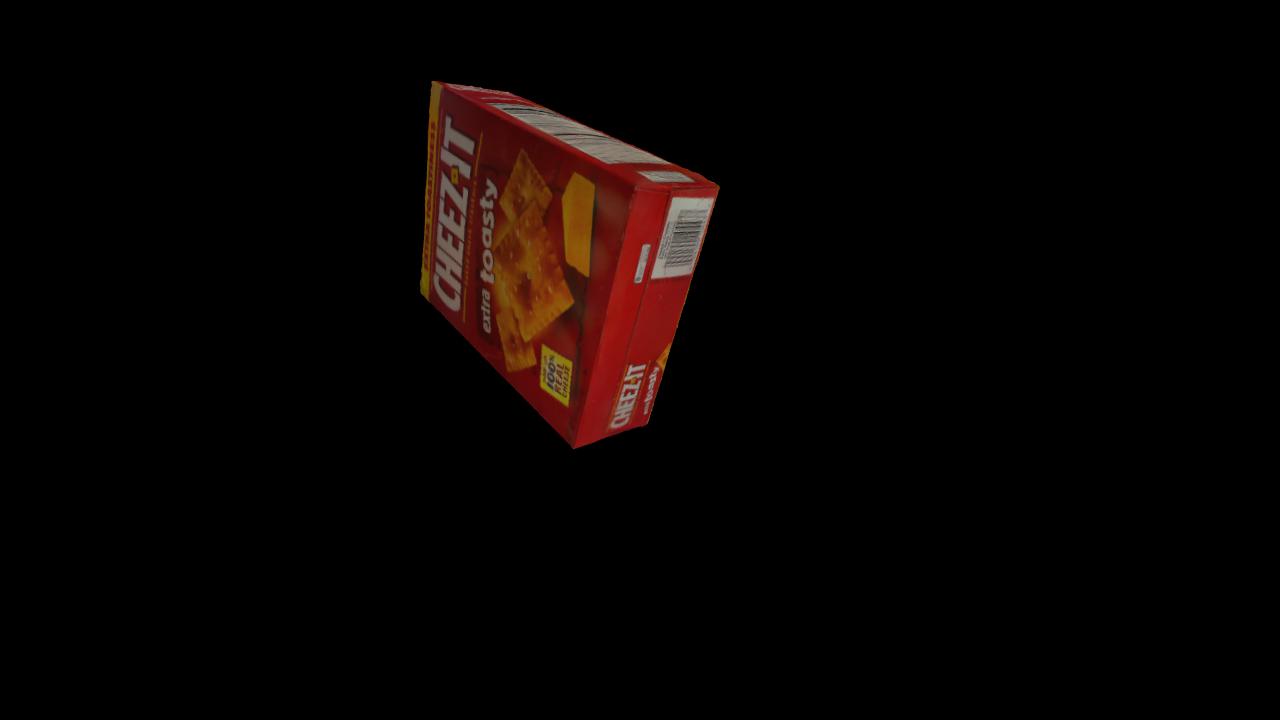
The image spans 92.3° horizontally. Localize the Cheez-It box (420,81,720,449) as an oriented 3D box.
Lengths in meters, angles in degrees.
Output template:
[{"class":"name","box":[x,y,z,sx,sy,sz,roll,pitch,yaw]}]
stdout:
[{"class":"Cheez-It box","box":[-0.067,-0.074,0.412,0.071,0.166,0.223,-12,39,-42]}]
